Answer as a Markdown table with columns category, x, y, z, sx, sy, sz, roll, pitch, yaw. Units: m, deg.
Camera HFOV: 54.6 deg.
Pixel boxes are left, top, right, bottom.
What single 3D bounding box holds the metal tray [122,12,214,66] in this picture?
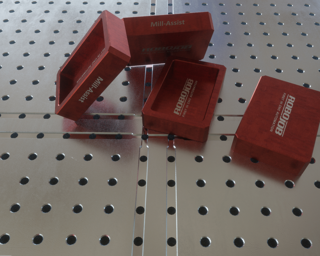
| category | x | y | z | sx | sy | sz | roll | pitch | yaw |
| --- | --- | --- | --- | --- | --- | --- | --- | --- | --- |
| metal tray | 0.008 | -0.133 | 0.474 | 0.131 | 0.090 | 0.030 | -6 | 74 | -5 |

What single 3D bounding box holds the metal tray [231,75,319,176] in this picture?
| category | x | y | z | sx | sy | sz | roll | pitch | yaw |
| --- | --- | --- | --- | --- | --- | --- | --- | --- | --- |
| metal tray | 0.160 | -0.009 | 0.413 | 0.090 | 0.030 | 0.130 | 21 | 53 | 17 |

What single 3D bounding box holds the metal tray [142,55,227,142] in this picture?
| category | x | y | z | sx | sy | sz | roll | pitch | yaw |
| --- | --- | --- | --- | --- | --- | --- | --- | --- | --- |
| metal tray | 0.038 | -0.047 | 0.444 | 0.090 | 0.030 | 0.130 | 14 | 51 | 11 |

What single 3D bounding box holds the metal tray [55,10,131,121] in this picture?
| category | x | y | z | sx | sy | sz | roll | pitch | yaw |
| --- | --- | --- | --- | --- | --- | --- | --- | --- | --- |
| metal tray | -0.094 | -0.081 | 0.415 | 0.030 | 0.130 | 0.090 | 24 | 38 | -37 |
